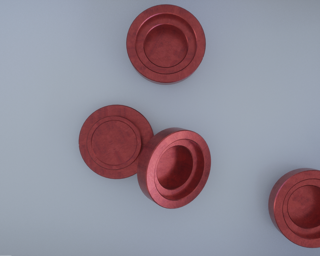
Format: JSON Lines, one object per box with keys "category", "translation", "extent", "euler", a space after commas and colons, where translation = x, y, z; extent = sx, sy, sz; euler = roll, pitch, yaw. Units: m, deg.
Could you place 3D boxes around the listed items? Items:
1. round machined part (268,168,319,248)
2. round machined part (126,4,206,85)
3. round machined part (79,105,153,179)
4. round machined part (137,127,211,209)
{"category": "round machined part", "translation": [0.191, 0.101, 0.406], "extent": [0.099, 0.042, 0.097], "euler": [0, 90, -1]}
{"category": "round machined part", "translation": [0.008, -0.104, 0.403], "extent": [0.099, 0.042, 0.097], "euler": [0, 90, -1]}
{"category": "round machined part", "translation": [-0.057, 0.018, 0.402], "extent": [0.099, 0.042, 0.097], "euler": [0, 90, -1]}
{"category": "round machined part", "translation": [0.014, 0.047, 0.388], "extent": [0.099, 0.042, 0.097], "euler": [-8, 103, -33]}
